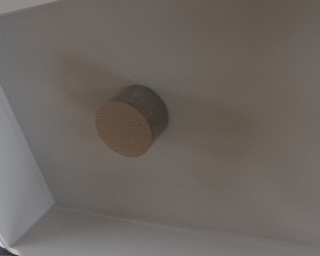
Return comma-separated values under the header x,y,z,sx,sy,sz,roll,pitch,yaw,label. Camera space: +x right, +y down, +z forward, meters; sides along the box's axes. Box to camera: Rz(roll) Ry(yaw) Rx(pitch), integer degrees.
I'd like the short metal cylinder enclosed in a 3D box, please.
x,y,z,sx,sy,sz,roll,pitch,yaw,label
-0.036,-0.009,0.404,0.080,0.050,0.080,13,124,21,short metal cylinder
